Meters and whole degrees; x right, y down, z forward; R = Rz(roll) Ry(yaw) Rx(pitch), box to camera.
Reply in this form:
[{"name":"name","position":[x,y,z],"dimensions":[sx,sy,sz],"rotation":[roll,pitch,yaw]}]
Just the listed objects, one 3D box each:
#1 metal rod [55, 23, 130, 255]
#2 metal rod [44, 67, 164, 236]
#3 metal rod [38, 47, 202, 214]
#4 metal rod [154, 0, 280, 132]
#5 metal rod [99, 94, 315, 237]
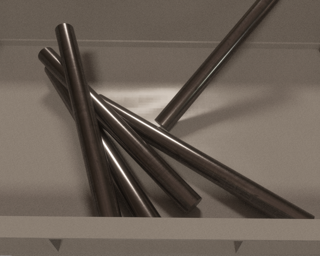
[{"name":"metal rod","position":[-0.087,-0.006,0.365],"dimensions":[0.025,0.025,0.299],"rotation":[-14,65,-12]},{"name":"metal rod","position":[-0.086,0.005,0.399],"dimensions":[0.025,0.025,0.300],"rotation":[-26,55,-20]},{"name":"metal rod","position":[-0.064,-0.011,0.391],"dimensions":[0.025,0.025,0.300],"rotation":[-35,65,-26]},{"name":"metal rod","position":[0.099,-0.117,0.425],"dimensions":[0.025,0.025,0.300],"rotation":[37,84,26]},{"name":"metal rod","position":[0.033,0.033,0.377],"dimensions":[0.300,0.025,0.025],"rotation":[30,56,22]}]
